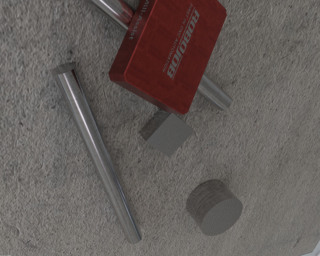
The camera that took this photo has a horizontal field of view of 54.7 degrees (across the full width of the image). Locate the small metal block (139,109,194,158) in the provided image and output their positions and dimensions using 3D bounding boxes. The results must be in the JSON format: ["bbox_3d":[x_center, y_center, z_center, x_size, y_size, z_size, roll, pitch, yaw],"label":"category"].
[{"bbox_3d":[0.009,0.005,0.415,0.050,0.025,0.050,-48,129,5],"label":"small metal block"}]

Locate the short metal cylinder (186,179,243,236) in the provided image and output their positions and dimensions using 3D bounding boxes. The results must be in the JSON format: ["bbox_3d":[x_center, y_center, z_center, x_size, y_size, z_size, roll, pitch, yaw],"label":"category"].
[{"bbox_3d":[0.091,0.134,0.524,0.081,0.050,0.079,-14,124,-21],"label":"short metal cylinder"}]

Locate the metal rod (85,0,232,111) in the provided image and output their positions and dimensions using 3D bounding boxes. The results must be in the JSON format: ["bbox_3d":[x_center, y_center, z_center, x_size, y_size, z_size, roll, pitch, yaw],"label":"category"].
[{"bbox_3d":[-0.010,-0.098,0.340,0.301,0.025,0.025,32,101,-38],"label":"metal rod"}]

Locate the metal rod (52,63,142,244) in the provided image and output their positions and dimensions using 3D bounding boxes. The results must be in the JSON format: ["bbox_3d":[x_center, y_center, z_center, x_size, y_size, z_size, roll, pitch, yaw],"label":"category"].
[{"bbox_3d":[-0.069,0.056,0.403,0.025,0.025,0.298,-24,127,-14],"label":"metal rod"}]

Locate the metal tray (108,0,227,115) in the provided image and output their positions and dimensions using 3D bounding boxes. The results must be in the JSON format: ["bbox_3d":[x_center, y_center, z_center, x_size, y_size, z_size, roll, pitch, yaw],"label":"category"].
[{"bbox_3d":[0.013,-0.090,0.324,0.090,0.030,0.130,27,82,-39],"label":"metal tray"}]
